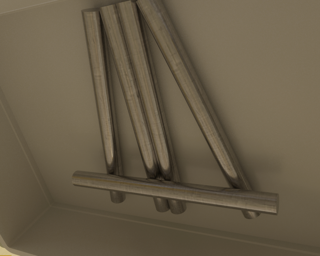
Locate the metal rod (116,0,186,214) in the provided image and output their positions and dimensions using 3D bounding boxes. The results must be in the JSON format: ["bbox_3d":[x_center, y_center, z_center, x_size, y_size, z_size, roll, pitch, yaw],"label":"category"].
[{"bbox_3d":[-0.004,-0.009,0.404,0.025,0.025,0.298,1,119,28],"label":"metal rod"}]

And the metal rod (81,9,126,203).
[{"bbox_3d":[-0.075,-0.011,0.440,0.025,0.025,0.298,11,124,22],"label":"metal rod"}]

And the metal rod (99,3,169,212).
[{"bbox_3d":[-0.026,-0.009,0.415,0.025,0.025,0.298,1,119,28],"label":"metal rod"}]

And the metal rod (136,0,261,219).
[{"bbox_3d":[0.054,-0.014,0.370,0.025,0.025,0.299,-17,110,35],"label":"metal rod"}]

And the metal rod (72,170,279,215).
[{"bbox_3d":[0.002,0.084,0.424,0.300,0.025,0.025,2,119,27],"label":"metal rod"}]
